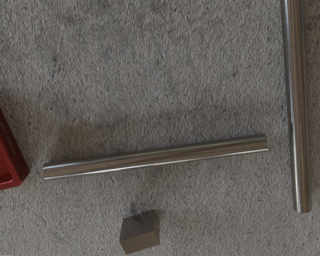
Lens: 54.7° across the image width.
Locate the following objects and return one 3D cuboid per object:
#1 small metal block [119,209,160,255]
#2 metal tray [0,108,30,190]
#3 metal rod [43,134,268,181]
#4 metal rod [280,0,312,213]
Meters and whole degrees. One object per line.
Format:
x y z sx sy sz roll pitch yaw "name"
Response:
-0.028 0.151 0.452 0.050 0.050 0.025 -19 109 6 "small metal block"
-0.245 0.024 0.412 0.090 0.030 0.129 -14 110 4 "metal tray"
-0.008 0.040 0.424 0.302 0.025 0.025 -8 110 2 "metal rod"
0.180 -0.019 0.405 0.025 0.025 0.298 -11 110 3 "metal rod"
